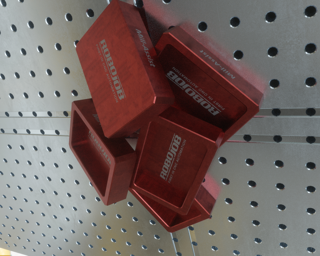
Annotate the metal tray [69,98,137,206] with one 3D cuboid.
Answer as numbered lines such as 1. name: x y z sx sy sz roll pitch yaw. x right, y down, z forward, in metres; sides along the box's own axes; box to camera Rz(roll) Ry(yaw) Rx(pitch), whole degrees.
1. metal tray: -0.085 0.030 0.430 0.130 0.030 0.089 47 136 35

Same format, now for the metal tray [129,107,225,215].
1. metal tray: 0.014 0.041 0.386 0.090 0.030 0.129 25 127 12

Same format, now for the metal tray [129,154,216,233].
1. metal tray: 0.006 0.089 0.458 0.130 0.030 0.090 48 128 -6

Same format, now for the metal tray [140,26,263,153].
1. metal tray: 0.040 -0.041 0.360 0.130 0.030 0.089 40 129 0

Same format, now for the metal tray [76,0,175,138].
1. metal tray: -0.045 -0.064 0.351 0.090 0.030 0.130 -34 69 38
